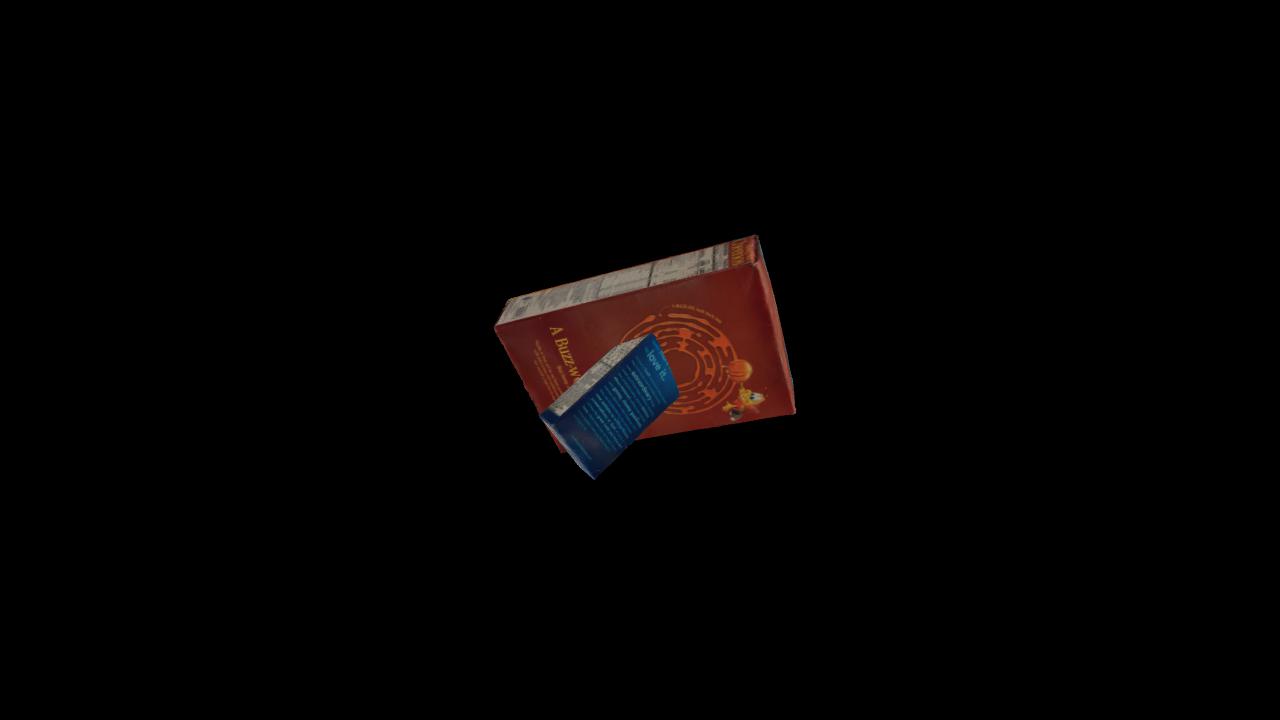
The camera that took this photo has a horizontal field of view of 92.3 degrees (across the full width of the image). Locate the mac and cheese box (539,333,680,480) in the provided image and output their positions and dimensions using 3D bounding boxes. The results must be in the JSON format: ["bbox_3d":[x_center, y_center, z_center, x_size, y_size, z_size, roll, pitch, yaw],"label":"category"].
[{"bbox_3d":[-0.014,0.034,0.679,0.184,0.093,0.041,-43,34,-16],"label":"mac and cheese box"}]

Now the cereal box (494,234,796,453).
[{"bbox_3d":[0.012,-0.007,0.720,0.306,0.203,0.081,-13,33,16],"label":"cereal box"}]
